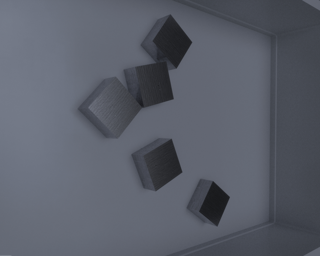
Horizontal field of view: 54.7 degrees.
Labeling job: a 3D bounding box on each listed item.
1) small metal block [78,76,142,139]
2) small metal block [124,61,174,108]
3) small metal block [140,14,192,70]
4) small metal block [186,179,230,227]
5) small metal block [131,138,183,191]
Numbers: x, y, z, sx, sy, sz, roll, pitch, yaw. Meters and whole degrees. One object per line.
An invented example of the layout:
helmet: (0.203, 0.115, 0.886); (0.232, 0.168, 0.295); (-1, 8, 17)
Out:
small metal block: (-0.057, -0.023, 0.359); (0.050, 0.025, 0.050); (50, 61, -28)
small metal block: (-0.014, -0.055, 0.395); (0.050, 0.025, 0.050); (-20, 103, -38)
small metal block: (0.010, -0.113, 0.414); (0.050, 0.025, 0.050); (44, 64, -31)
small metal block: (0.074, 0.113, 0.469); (0.050, 0.025, 0.050); (44, 64, -31)
small metal block: (-0.003, 0.046, 0.404); (0.050, 0.025, 0.050); (-29, 108, -36)
